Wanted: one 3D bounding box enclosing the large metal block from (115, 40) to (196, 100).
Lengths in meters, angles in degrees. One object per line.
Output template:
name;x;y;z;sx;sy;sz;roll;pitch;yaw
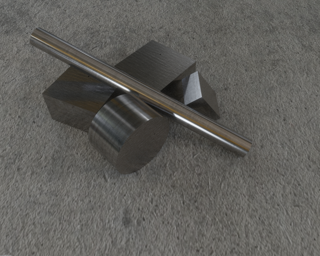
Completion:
large metal block;-0.006;-0.073;0.447;0.080;0.050;0.080;32;57;24

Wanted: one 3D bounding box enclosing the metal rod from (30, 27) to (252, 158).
metal rod;-0.024;-0.045;0.389;0.301;0.025;0.025;28;54;2

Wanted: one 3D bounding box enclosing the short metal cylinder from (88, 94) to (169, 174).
short metal cylinder;-0.035;0.007;0.362;0.080;0.080;0.050;-37;59;-27

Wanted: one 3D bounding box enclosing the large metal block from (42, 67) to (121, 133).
large metal block;-0.096;-0.042;0.423;0.080;0.050;0.080;20;53;16

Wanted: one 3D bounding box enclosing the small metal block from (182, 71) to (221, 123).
small metal block;0.056;-0.040;0.420;0.025;0.050;0.050;-26;45;26
